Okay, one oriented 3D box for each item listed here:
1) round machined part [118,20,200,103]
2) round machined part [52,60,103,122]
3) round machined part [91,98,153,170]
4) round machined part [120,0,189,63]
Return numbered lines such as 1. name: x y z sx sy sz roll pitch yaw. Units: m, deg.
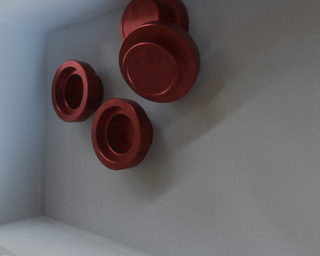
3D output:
1. round machined part: -0.005 -0.073 0.368 0.098 0.042 0.097 10 123 16
2. round machined part: -0.129 -0.058 0.500 0.098 0.042 0.097 0 90 39
3. round machined part: -0.048 0.008 0.434 0.098 0.042 0.097 0 90 39
4. round machined part: -0.014 -0.132 0.406 0.098 0.042 0.097 0 90 39
